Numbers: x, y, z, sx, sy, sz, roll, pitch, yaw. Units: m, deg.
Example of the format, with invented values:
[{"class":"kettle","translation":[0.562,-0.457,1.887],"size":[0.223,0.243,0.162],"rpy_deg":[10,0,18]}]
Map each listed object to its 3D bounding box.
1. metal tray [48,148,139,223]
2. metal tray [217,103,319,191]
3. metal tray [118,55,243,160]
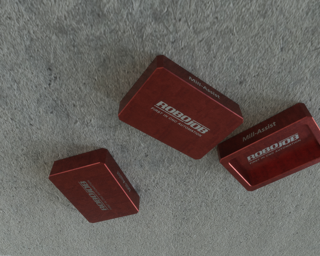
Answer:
[{"class":"metal tray","translation":[-0.097,0.094,0.483],"size":[0.090,0.030,0.130],"rpy_deg":[-16,129,13]},{"class":"metal tray","translation":[0.158,0.032,0.431],"size":[0.130,0.030,0.090],"rpy_deg":[-31,124,23]},{"class":"metal tray","translation":[0.026,-0.020,0.387],"size":[0.131,0.030,0.090],"rpy_deg":[29,124,-23]}]
